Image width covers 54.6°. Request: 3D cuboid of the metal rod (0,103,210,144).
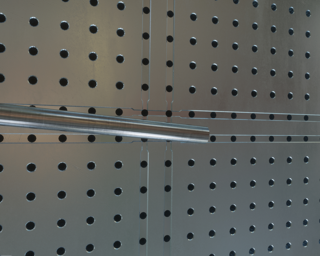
[{"bbox_3d":[-0.078,-0.005,0.383,0.302,0.025,0.025,6,88,-20],"label":"metal rod"}]
